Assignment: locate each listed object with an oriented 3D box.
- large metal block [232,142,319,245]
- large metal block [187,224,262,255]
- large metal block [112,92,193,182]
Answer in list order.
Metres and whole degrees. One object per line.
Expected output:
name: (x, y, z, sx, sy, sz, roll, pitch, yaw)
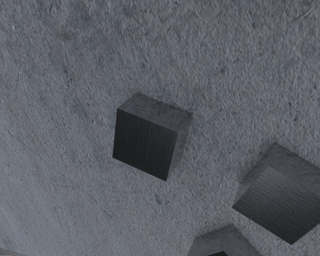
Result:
large metal block: (0.144, 0.077, 0.362, 0.080, 0.050, 0.079, 32, 129, 7)
large metal block: (0.098, 0.201, 0.463, 0.080, 0.050, 0.080, 48, 129, -6)
large metal block: (-0.011, 0.011, 0.403, 0.080, 0.050, 0.079, 22, 127, 15)
